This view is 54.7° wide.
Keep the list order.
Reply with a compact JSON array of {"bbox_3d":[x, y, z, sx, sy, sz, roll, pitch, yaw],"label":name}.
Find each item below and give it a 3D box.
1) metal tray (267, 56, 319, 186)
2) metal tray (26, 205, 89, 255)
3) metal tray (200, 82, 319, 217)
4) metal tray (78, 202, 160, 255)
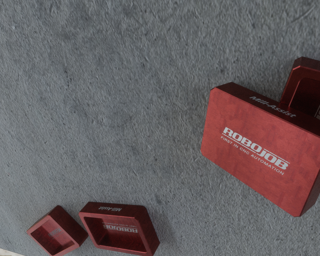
[{"bbox_3d":[0.162,0.002,0.318,0.090,0.030,0.129,20,126,16],"label":"metal tray"},{"bbox_3d":[-0.220,0.224,0.658,0.090,0.030,0.129,48,129,-6],"label":"metal tray"},{"bbox_3d":[0.104,0.017,0.319,0.130,0.030,0.089,34,132,39],"label":"metal tray"},{"bbox_3d":[-0.073,0.179,0.553,0.130,0.030,0.090,-4,117,30],"label":"metal tray"}]
